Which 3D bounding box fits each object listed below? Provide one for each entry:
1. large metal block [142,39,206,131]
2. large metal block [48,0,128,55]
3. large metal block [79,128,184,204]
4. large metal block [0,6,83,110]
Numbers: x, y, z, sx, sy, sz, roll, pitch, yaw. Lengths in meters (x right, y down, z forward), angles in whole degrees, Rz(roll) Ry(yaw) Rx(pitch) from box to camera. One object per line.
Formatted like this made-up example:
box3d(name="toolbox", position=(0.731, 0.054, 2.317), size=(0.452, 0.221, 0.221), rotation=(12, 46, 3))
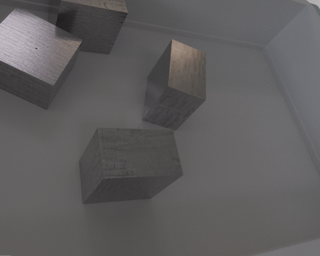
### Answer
box3d(name="large metal block", position=(0.019, -0.055, 0.414), size=(0.050, 0.080, 0.080), rotation=(18, 55, -18))
box3d(name="large metal block", position=(-0.098, -0.146, 0.407), size=(0.081, 0.080, 0.050), rotation=(0, 62, -28))
box3d(name="large metal block", position=(-0.034, 0.041, 0.326), size=(0.081, 0.080, 0.050), rotation=(2, 61, -27))
box3d(name="large metal block", position=(-0.148, -0.080, 0.359), size=(0.080, 0.050, 0.080), rotation=(26, 53, -12))
